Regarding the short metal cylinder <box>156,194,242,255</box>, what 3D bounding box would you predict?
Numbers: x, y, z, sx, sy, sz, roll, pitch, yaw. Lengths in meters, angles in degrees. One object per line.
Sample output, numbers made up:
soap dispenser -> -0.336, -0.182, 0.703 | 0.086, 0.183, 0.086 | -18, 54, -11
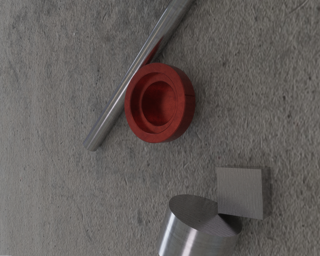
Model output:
short metal cylinder -> 0.041, 0.114, 0.335 | 0.080, 0.081, 0.050 | 26, 106, 37

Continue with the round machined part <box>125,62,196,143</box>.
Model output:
round machined part -> 0.004, -0.030, 0.390 | 0.098, 0.042, 0.097 | 0, 90, 40

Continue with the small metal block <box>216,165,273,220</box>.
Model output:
small metal block -> 0.090, 0.067, 0.331 | 0.050, 0.025, 0.050 | -3, 88, 40

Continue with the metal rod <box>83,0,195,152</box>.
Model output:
metal rod -> -0.032, -0.078, 0.430 | 0.025, 0.025, 0.298 | 52, 120, 27
